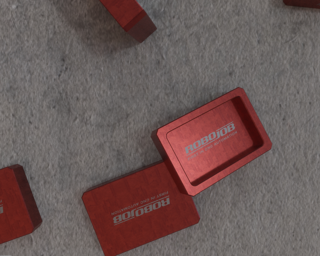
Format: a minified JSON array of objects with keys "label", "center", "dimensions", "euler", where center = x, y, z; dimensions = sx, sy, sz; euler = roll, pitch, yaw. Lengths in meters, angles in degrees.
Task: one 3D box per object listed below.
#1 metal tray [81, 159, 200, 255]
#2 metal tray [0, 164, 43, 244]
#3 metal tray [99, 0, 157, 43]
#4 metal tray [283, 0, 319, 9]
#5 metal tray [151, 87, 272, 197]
[{"label":"metal tray","center":[-0.024,0.102,0.407],"dimensions":[0.131,0.030,0.090],"euler":[-21,90,-1]},{"label":"metal tray","center":[-0.234,0.111,0.404],"dimensions":[0.131,0.030,0.090],"euler":[-20,90,-1]},{"label":"metal tray","center":[-0.062,-0.168,0.374],"dimensions":[0.030,0.090,0.130],"euler":[-40,90,10]},{"label":"metal tray","center":[0.237,-0.207,0.411],"dimensions":[0.131,0.030,0.089],"euler":[6,90,-1]},{"label":"metal tray","center":[0.066,0.016,0.391],"dimensions":[0.131,0.030,0.090],"euler":[-28,90,-16]}]
